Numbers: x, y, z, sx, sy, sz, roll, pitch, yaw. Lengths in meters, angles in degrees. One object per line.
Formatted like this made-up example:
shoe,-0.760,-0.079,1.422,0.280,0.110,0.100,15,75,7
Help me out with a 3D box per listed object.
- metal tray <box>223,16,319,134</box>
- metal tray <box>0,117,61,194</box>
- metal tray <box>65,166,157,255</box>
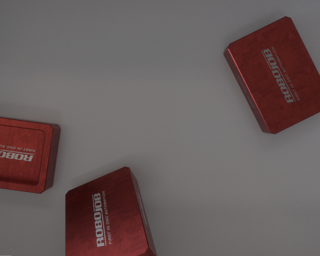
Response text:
metal tray,0.154,-0.068,0.410,0.090,0.030,0.130,-27,90,0
metal tray,-0.205,0.031,0.407,0.131,0.030,0.089,8,90,0
metal tray,-0.062,0.112,0.363,0.090,0.130,0.030,-23,127,0
